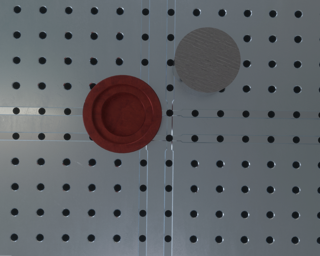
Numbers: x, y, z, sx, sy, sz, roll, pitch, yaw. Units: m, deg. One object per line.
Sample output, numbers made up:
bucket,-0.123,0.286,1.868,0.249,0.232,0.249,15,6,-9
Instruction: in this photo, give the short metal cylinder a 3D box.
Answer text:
short metal cylinder,0.058,-0.083,0.401,0.081,0.050,0.079,0,90,0

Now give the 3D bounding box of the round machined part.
round machined part,-0.047,-0.017,0.404,0.099,0.042,0.097,0,90,0
